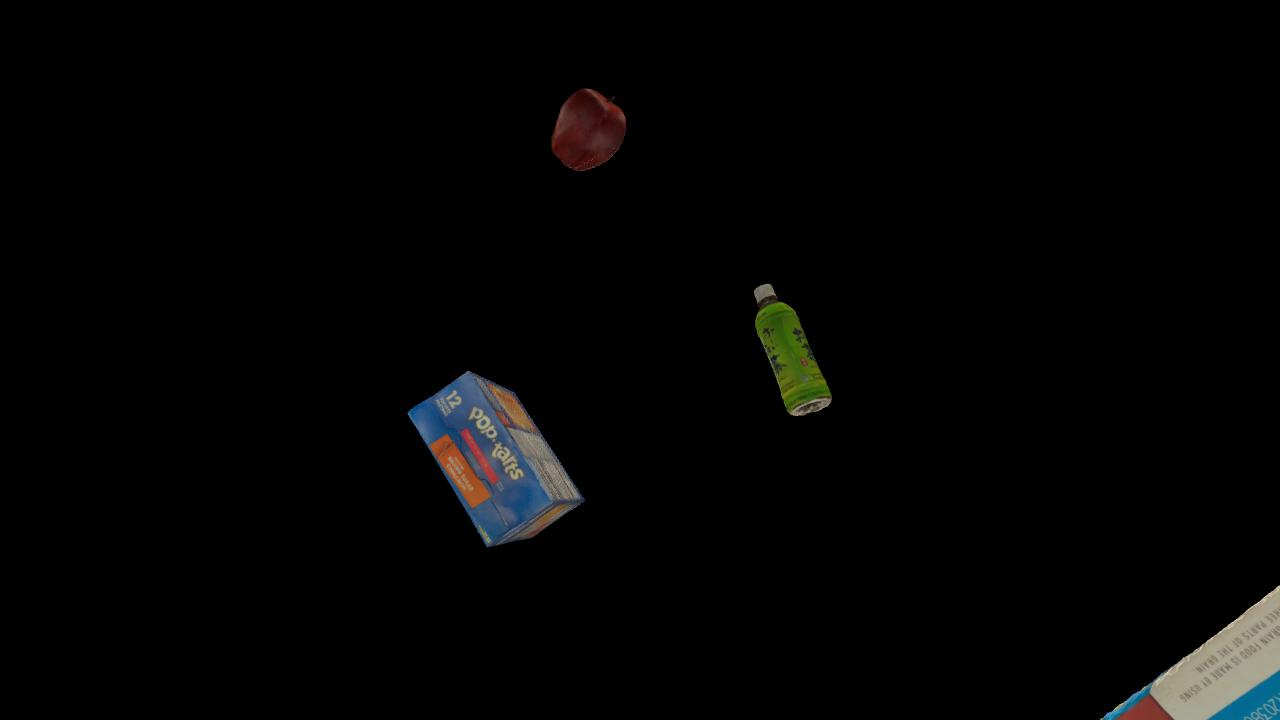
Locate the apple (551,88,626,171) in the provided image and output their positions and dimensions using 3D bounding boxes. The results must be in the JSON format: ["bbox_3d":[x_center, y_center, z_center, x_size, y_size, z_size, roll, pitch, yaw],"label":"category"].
[{"bbox_3d":[-0.059,-0.264,0.707,0.079,0.093,0.079,35,21,-16],"label":"apple"}]

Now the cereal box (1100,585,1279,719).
[{"bbox_3d":[0.314,0.223,0.302,0.306,0.203,0.081,25,20,-29],"label":"cereal box"}]

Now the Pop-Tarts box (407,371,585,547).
[{"bbox_3d":[-0.154,0.111,0.683,0.083,0.167,0.141,-37,-14,-1],"label":"Pop-Tarts box"}]

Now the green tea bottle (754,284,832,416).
[{"bbox_3d":[0.224,-0.021,0.944,0.073,0.212,0.073,-15,-25,-7],"label":"green tea bottle"}]
